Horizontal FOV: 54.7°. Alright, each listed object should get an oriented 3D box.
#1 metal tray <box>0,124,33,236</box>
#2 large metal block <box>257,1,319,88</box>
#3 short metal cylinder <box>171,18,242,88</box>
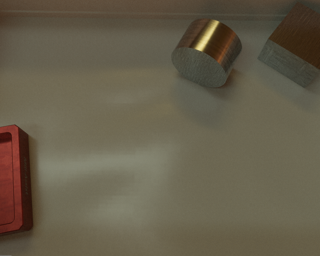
[{"bbox_3d":[-0.210,0.067,0.379,0.091,0.030,0.129,-10,70,-4],"label":"metal tray"},{"bbox_3d":[0.202,-0.118,0.442,0.080,0.050,0.080,36,74,12],"label":"large metal block"},{"bbox_3d":[0.062,-0.099,0.417,0.080,0.080,0.050,27,72,9],"label":"short metal cylinder"}]
